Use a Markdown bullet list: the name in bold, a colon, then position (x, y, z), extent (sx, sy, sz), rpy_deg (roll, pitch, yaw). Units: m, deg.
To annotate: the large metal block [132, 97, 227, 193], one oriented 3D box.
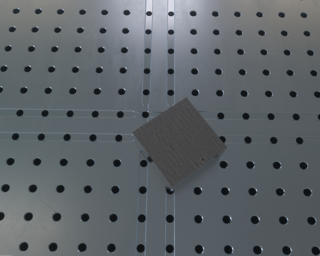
- **large metal block**: position (0.023, 0.022, 0.391), extent (0.080, 0.050, 0.080), rpy_deg (-34, 74, -11)
